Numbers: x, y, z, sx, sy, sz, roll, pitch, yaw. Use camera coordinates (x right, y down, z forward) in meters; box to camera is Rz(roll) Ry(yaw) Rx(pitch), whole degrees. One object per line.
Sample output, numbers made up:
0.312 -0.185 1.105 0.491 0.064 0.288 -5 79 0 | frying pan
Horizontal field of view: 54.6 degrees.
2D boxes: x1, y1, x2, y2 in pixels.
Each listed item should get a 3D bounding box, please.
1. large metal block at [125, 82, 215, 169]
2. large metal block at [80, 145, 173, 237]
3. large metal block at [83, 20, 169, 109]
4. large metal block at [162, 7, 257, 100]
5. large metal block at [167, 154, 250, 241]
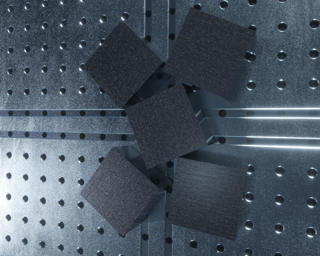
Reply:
0.014 -0.002 0.394 0.080 0.050 0.080 -24 82 18 | large metal block
-0.045 0.080 0.414 0.080 0.050 0.080 40 102 16 | large metal block
-0.040 -0.080 0.414 0.080 0.050 0.080 -46 75 15 | large metal block
0.061 -0.087 0.377 0.080 0.050 0.080 27 99 15 | large metal block
0.060 0.080 0.378 0.080 0.050 0.080 10 93 19 | large metal block
